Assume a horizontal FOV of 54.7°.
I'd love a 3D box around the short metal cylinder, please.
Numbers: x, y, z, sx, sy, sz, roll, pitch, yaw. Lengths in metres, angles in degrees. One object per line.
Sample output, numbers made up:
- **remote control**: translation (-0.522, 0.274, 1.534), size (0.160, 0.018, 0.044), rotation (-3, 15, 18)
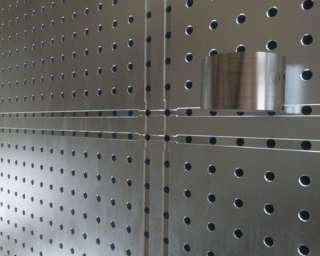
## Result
- **short metal cylinder**: translation (0.081, -0.042, 0.306), size (0.080, 0.081, 0.050), rotation (2, 92, 39)
